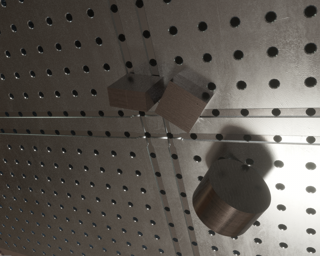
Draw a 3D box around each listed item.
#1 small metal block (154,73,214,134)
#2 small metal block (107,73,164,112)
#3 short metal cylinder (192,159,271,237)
[{"bbox_3d":[0.028,-0.030,0.377,0.050,0.025,0.050,33,129,6],"label":"small metal block"},{"bbox_3d":[-0.028,-0.045,0.381,0.050,0.050,0.025,10,123,22],"label":"small metal block"},{"bbox_3d":[0.087,0.084,0.381,0.080,0.080,0.050,30,128,8],"label":"short metal cylinder"}]
